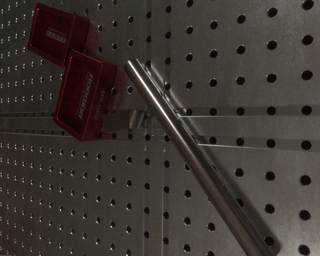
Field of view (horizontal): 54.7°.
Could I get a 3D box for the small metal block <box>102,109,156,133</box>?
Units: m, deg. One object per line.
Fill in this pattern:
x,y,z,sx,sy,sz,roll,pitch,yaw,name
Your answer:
-0.042,-0.008,0.426,0.050,0.050,0.025,-9,84,39,small metal block

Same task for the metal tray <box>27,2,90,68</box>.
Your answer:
-0.186,-0.166,0.555,0.130,0.030,0.089,29,108,36,metal tray

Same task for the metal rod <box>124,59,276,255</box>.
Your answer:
0.035,0.025,0.378,0.025,0.025,0.299,-48,62,29,metal rod

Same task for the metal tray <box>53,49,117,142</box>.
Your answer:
-0.125,-0.053,0.506,0.090,0.030,0.129,29,108,36,metal tray
